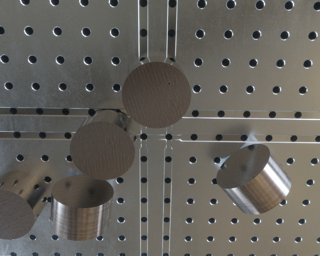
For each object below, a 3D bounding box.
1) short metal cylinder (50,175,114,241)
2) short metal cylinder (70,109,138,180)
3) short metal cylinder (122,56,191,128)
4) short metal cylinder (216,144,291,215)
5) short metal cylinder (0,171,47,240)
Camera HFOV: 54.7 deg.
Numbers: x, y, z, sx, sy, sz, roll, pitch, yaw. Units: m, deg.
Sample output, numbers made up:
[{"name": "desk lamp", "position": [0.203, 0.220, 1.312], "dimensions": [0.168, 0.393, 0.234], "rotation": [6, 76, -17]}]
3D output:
[{"name": "short metal cylinder", "position": [-0.106, 0.106, 0.422], "dimensions": [0.081, 0.080, 0.050], "rotation": [8, 110, -3]}, {"name": "short metal cylinder", "position": [-0.071, 0.021, 0.407], "dimensions": [0.081, 0.050, 0.079], "rotation": [0, 110, 0]}, {"name": "short metal cylinder", "position": [-0.004, -0.045, 0.383], "dimensions": [0.081, 0.050, 0.079], "rotation": [0, 110, 0]}, {"name": "short metal cylinder", "position": [0.123, 0.066, 0.410], "dimensions": [0.080, 0.080, 0.050], "rotation": [-37, 106, 12]}, {"name": "short metal cylinder", "position": [-0.209, 0.109, 0.438], "dimensions": [0.081, 0.050, 0.079], "rotation": [0, 110, 0]}]
